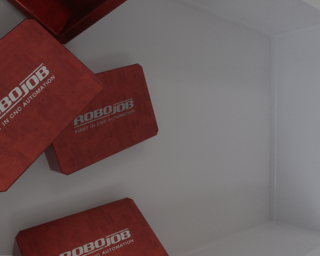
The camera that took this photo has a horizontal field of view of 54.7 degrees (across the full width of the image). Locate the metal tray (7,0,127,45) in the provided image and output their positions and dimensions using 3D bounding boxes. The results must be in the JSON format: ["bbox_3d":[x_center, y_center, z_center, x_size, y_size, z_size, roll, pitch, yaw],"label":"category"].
[{"bbox_3d":[-0.081,-0.135,0.267,0.090,0.130,0.030,40,51,-33],"label":"metal tray"}]

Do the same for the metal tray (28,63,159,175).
[{"bbox_3d":[-0.068,-0.014,0.346,0.131,0.030,0.089,-24,105,-37],"label":"metal tray"}]

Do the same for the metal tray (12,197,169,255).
[{"bbox_3d":[-0.065,0.128,0.311,0.131,0.090,0.030,-9,136,-40],"label":"metal tray"}]

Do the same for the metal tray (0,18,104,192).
[{"bbox_3d":[-0.126,-0.021,0.272,0.090,0.030,0.130,43,69,-12],"label":"metal tray"}]
